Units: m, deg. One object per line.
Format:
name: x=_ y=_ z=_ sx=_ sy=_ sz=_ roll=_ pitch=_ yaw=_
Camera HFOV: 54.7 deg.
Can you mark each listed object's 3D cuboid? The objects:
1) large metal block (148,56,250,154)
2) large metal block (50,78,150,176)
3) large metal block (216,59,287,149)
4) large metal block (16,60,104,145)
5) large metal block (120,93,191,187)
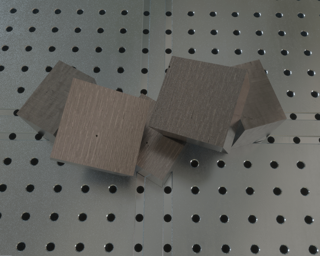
large metal block: x=0.044 y=-0.024 z=0.334 sx=0.080 sy=0.050 sz=0.080 roll=16 pitch=83 yaw=21
large metal block: x=-0.064 y=0.003 z=0.327 sx=0.081 sy=0.050 sz=0.080 roll=16 pitch=77 yaw=-17
large metal block: x=0.106 y=-0.027 z=0.393 sx=0.050 sy=0.080 sz=0.080 roll=-15 pitch=71 yaw=-6
large metal block: x=-0.118 y=-0.023 z=0.389 sx=0.050 sy=0.080 sz=0.080 roll=28 pitch=72 yaw=9
large metal block: x=-0.010 y=0.016 z=0.392 sx=0.080 sy=0.050 sz=0.080 roll=31 pitch=73 yaw=10
